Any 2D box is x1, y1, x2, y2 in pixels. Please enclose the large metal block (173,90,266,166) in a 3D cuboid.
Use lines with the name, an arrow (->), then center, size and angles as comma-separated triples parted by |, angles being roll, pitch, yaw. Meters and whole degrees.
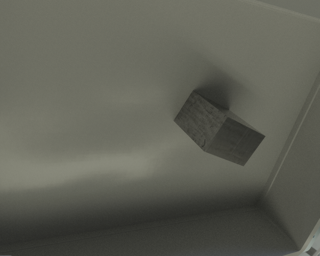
large metal block -> 0.079, 0.000, 0.418 | 0.080, 0.080, 0.050 | 22, 107, -37
